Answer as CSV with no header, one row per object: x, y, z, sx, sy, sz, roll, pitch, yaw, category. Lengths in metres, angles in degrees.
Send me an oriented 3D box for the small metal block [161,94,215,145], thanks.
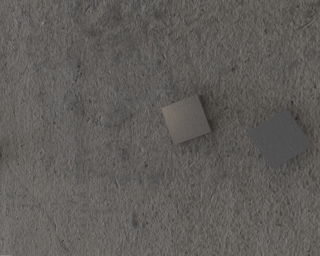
0.036,-0.010,0.396,0.050,0.025,0.050,-21,83,18,small metal block

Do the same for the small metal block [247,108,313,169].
0.138,0.012,0.360,0.050,0.025,0.050,-35,79,16,small metal block

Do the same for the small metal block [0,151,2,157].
-0.298,0.050,0.501,0.050,0.050,0.025,-36,79,16,small metal block
